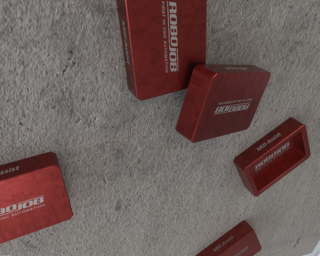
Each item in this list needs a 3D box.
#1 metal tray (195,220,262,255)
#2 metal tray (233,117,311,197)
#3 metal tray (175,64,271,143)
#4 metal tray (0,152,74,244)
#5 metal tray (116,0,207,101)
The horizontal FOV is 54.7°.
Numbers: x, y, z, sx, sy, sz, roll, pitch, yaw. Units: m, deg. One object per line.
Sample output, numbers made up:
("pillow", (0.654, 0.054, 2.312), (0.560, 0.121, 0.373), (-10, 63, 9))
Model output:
("metal tray", (0.143, 0.259, 0.642), (0.130, 0.030, 0.090), (-34, 129, -6))
("metal tray", (0.200, 0.052, 0.544), (0.130, 0.030, 0.090), (-35, 129, -5))
("metal tray", (0.085, -0.035, 0.404), (0.131, 0.030, 0.089), (-10, 125, -43))
("metal tray", (-0.177, 0.088, 0.361), (0.131, 0.030, 0.089), (-16, 125, -20))
("metal tray", (0.005, -0.102, 0.343), (0.091, 0.030, 0.129), (-17, 125, -19))
